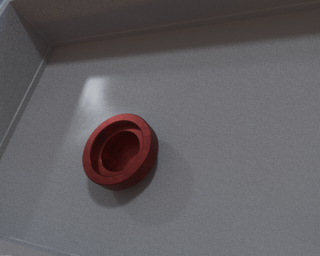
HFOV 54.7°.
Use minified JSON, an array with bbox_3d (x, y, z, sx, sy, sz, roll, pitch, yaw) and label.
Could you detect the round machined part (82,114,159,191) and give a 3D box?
[{"bbox_3d":[-0.046,0.033,0.397,0.098,0.042,0.098,-13,56,20],"label":"round machined part"}]
